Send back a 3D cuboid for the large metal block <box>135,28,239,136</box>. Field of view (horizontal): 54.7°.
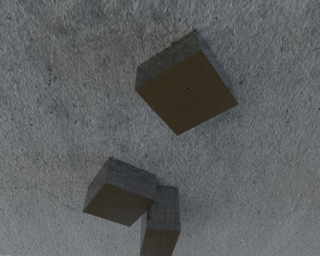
[{"bbox_3d":[0.030,-0.049,0.349,0.080,0.050,0.080,-29,125,22],"label":"large metal block"}]

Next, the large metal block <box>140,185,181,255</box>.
[{"bbox_3d":[-0.001,0.150,0.498,0.050,0.080,0.079,7,130,-6],"label":"large metal block"}]

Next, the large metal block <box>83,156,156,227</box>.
[{"bbox_3d":[-0.061,0.100,0.475,0.080,0.050,0.080,25,126,-20],"label":"large metal block"}]
